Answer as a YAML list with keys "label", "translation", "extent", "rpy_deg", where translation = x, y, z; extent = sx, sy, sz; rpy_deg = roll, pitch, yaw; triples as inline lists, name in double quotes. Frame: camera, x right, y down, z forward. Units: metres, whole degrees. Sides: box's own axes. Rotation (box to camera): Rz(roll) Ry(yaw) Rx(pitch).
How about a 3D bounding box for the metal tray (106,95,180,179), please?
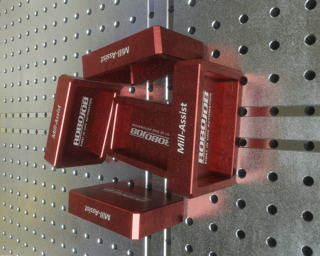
- label: "metal tray"
  translation: [-0.014, 0.009, 0.418]
  extent: [0.130, 0.030, 0.089]
  rpy_deg: [15, 99, 39]

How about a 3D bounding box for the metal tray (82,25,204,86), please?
- label: "metal tray"
  translation: [-0.022, -0.083, 0.386]
  extent: [0.130, 0.091, 0.030]
  rpy_deg: [-8, 85, 40]

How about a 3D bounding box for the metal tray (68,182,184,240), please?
- label: "metal tray"
  translation: [-0.046, 0.102, 0.406]
  extent: [0.130, 0.091, 0.030]
  rpy_deg: [5, 94, 40]

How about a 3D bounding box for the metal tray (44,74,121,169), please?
- label: "metal tray"
  translation: [-0.114, -0.008, 0.462]
  extent: [0.030, 0.091, 0.129]
  rpy_deg: [23, 105, 38]

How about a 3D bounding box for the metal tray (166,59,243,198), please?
- label: "metal tray"
  translation: [0.050, 0.000, 0.326]
  extent: [0.030, 0.091, 0.129]
  rpy_deg: [6, 94, 40]
